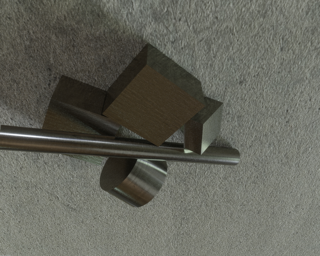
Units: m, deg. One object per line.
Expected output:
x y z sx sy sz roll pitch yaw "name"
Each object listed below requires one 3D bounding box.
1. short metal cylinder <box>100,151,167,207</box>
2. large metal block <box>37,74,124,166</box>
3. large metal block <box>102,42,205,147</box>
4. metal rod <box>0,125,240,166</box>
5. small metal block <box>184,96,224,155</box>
-0.037 0.060 0.423 0.080 0.080 0.050 -36 122 26 "short metal cylinder"
-0.097 -0.008 0.384 0.080 0.050 0.079 19 127 -16 "large metal block"
-0.007 -0.036 0.358 0.080 0.050 0.080 32 123 -25 "large metal block"
-0.026 0.025 0.376 0.302 0.025 0.025 7 132 -28 "metal rod"
0.054 -0.003 0.387 0.025 0.050 0.050 24 137 27 "small metal block"
